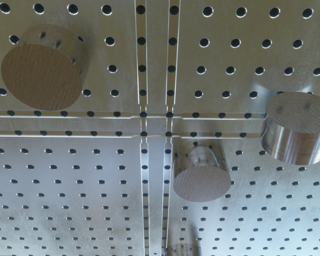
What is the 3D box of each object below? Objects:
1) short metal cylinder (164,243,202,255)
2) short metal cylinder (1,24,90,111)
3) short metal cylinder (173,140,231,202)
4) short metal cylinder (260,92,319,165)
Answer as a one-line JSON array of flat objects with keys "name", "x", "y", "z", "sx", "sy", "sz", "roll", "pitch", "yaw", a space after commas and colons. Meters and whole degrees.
[{"name": "short metal cylinder", "x": 0.048, "y": 0.279, "z": 0.634, "sx": 0.081, "sy": 0.050, "sz": 0.079, "roll": 0, "pitch": 130, "yaw": 0}, {"name": "short metal cylinder", "x": -0.121, "y": -0.065, "z": 0.338, "sx": 0.081, "sy": 0.050, "sz": 0.079, "roll": 0, "pitch": 130, "yaw": 0}, {"name": "short metal cylinder", "x": 0.059, "y": 0.063, "z": 0.449, "sx": 0.081, "sy": 0.050, "sz": 0.079, "roll": 0, "pitch": 130, "yaw": 0}, {"name": "short metal cylinder", "x": 0.167, "y": -0.001, "z": 0.376, "sx": 0.080, "sy": 0.080, "sz": 0.050, "roll": -3, "pitch": 130, "yaw": 2}]
